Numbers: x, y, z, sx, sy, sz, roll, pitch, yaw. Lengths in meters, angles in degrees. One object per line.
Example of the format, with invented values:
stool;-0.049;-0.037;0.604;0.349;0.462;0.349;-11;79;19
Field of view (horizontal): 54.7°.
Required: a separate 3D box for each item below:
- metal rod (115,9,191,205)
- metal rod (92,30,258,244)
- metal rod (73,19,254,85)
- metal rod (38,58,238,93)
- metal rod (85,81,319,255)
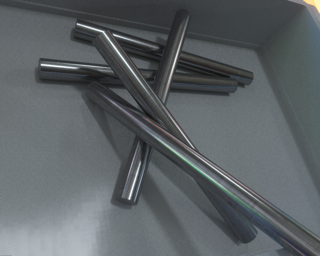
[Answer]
metal rod;0.000;-0.047;0.409;0.025;0.025;0.300;24;61;-14
metal rod;0.022;0.016;0.369;0.299;0.025;0.025;53;51;-7
metal rod;0.020;-0.113;0.486;0.302;0.025;0.025;11;57;-23
metal rod;-0.012;-0.071;0.444;0.303;0.025;0.025;0;62;-28
metal rod;0.023;0.028;0.322;0.300;0.025;0.025;35;46;29
